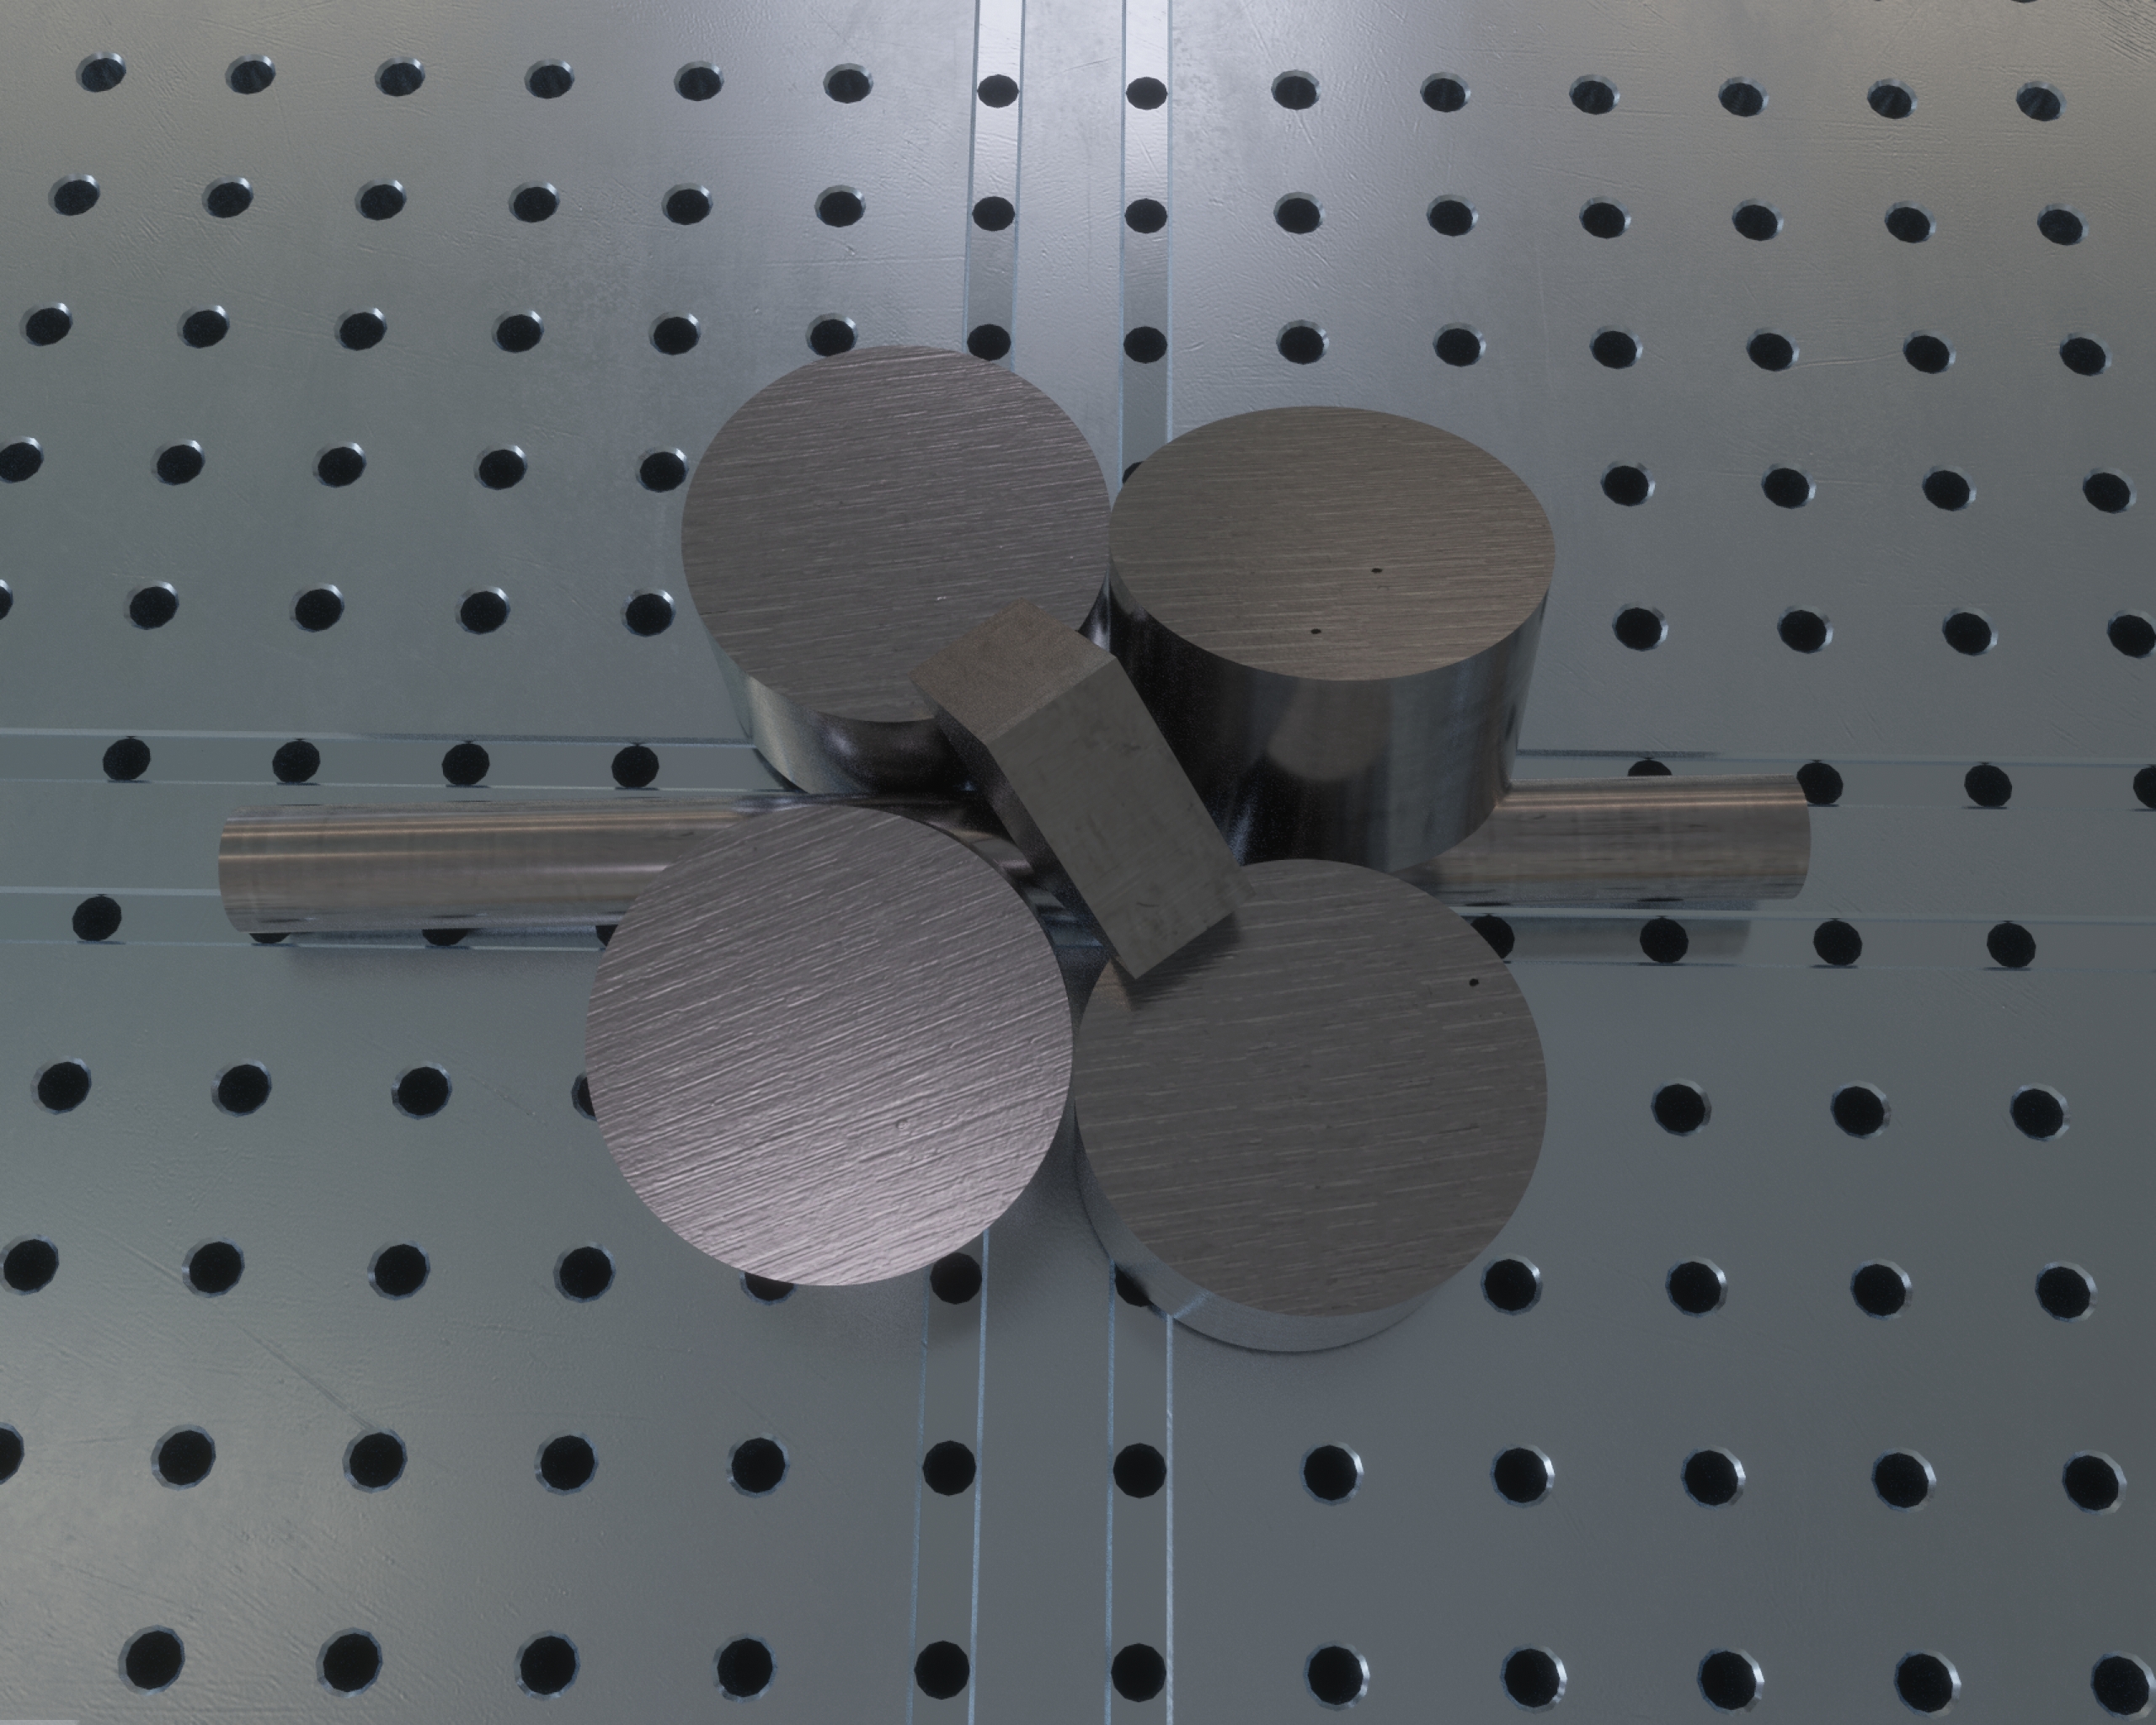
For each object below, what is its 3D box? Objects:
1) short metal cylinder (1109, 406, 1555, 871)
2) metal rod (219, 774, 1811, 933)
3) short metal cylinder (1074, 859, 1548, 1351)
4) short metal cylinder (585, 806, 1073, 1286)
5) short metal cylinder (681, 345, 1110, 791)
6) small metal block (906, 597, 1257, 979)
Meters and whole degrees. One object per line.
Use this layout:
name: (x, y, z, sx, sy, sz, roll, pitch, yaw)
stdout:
short metal cylinder: (0.046, -0.043, 0.396, 0.081, 0.050, 0.080, 0, 47, 0)
metal rod: (-0.011, -0.002, 0.408, 0.302, 0.025, 0.025, -1, 70, -1)
short metal cylinder: (0.040, 0.045, 0.378, 0.081, 0.050, 0.080, 0, 70, 0)
short metal cylinder: (-0.041, 0.030, 0.370, 0.081, 0.050, 0.079, 0, 90, -1)
short metal cylinder: (-0.034, -0.054, 0.414, 0.081, 0.050, 0.080, 0, 70, 0)
small metal block: (0.000, -0.014, 0.362, 0.025, 0.050, 0.050, -35, 116, -6)
